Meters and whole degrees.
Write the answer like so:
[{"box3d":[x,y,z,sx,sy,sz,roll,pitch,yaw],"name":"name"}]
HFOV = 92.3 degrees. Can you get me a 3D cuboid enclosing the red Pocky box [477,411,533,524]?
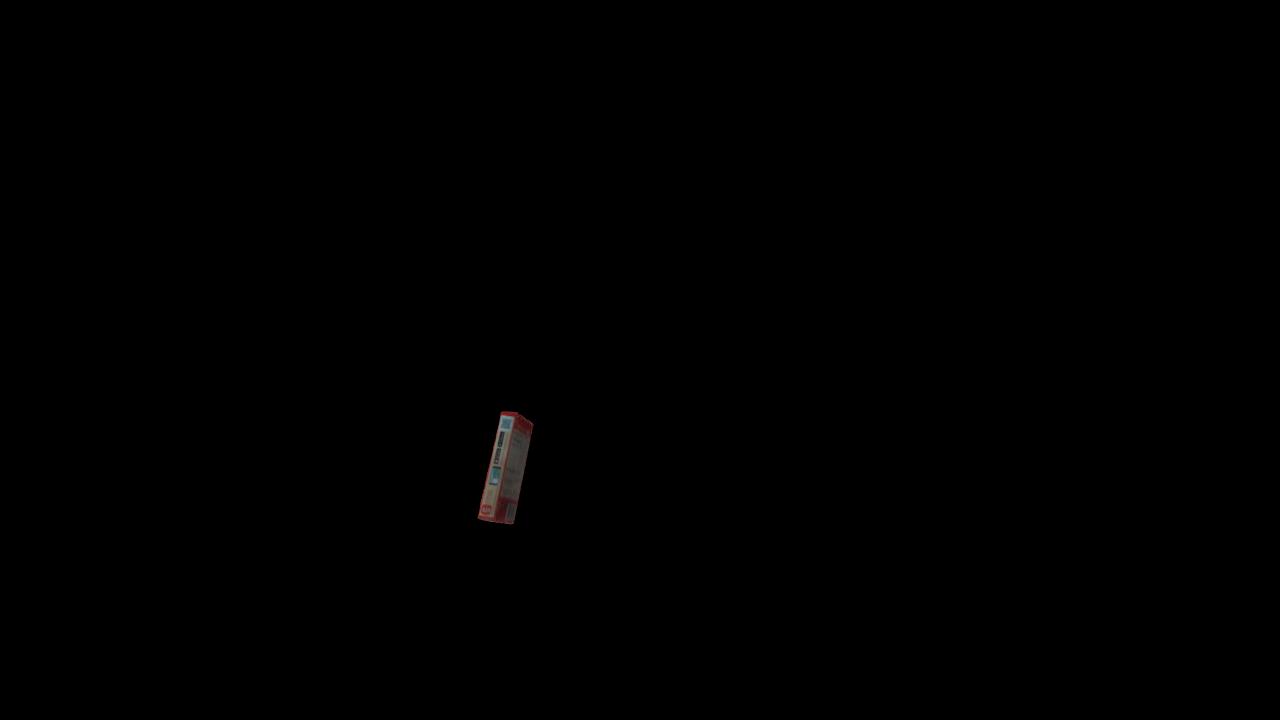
[{"box3d":[-0.194,0.158,0.897,0.028,0.155,0.083,6,-17,11],"name":"red Pocky box"}]
